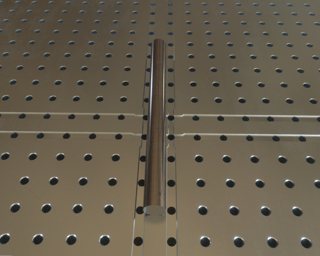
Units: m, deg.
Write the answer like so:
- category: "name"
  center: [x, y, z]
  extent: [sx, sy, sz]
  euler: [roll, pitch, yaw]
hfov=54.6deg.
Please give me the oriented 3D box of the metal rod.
- category: "metal rod"
  center: [-0.004, -0.026, 0.430]
  extent: [0.025, 0.025, 0.300]
  euler: [1, 50, 0]
